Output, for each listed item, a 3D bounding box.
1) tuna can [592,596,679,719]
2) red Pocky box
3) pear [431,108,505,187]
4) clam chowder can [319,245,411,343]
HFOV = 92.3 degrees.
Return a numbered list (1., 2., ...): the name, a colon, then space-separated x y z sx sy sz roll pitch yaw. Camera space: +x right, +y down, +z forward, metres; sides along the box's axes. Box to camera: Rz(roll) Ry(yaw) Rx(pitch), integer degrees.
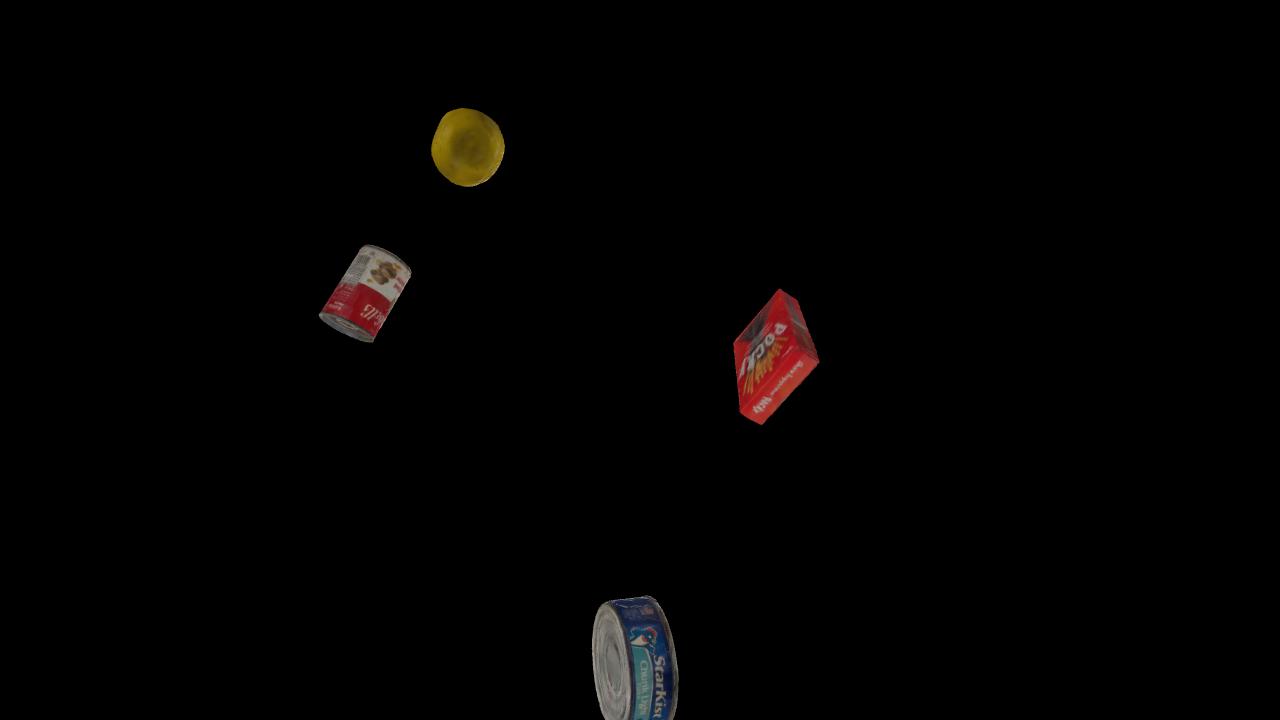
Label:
1. tuna can: -0.006 0.206 0.419 0.034 0.084 0.084 2 -1 -21
2. red Pocky box: 0.128 -0.009 0.601 0.028 0.083 0.155 34 24 -10
3. pear: -0.194 -0.236 0.676 0.080 0.080 0.111 0 26 -29
4. clam chowder can: -0.334 -0.082 0.754 0.068 0.102 0.068 18 -21 7
